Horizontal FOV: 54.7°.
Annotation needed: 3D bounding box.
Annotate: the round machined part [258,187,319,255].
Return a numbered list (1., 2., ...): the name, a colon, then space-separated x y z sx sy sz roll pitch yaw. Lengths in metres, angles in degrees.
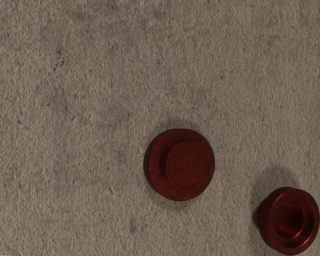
1. round machined part: 0.190 0.138 0.472 0.099 0.042 0.097 0 90 -21

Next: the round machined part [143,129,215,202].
1. round machined part: 0.031 0.050 0.413 0.099 0.042 0.097 0 90 -21
